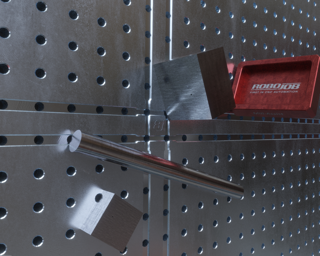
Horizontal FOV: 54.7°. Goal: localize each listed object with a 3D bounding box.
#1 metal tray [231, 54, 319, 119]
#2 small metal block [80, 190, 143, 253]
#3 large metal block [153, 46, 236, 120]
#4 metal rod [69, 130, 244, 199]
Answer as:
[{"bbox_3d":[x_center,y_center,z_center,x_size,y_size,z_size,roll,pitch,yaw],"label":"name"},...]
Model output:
[{"bbox_3d":[0.179,-0.064,0.489,0.030,0.130,0.090,31,70,-45],"label":"metal tray"},{"bbox_3d":[-0.055,0.109,0.363,0.050,0.025,0.050,44,64,-31],"label":"small metal block"},{"bbox_3d":[0.045,-0.056,0.411,0.050,0.080,0.080,-25,106,-37],"label":"large metal block"},{"bbox_3d":[0.019,0.060,0.424,0.302,0.025,0.025,23,76,-38],"label":"metal rod"}]
